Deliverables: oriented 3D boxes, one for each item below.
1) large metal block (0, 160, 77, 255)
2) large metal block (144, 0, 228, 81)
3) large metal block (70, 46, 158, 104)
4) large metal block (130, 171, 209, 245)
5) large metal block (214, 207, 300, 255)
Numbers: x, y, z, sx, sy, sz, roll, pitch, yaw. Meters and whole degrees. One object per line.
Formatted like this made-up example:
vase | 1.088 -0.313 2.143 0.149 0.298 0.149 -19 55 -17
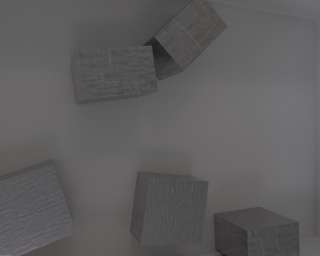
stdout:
large metal block | -0.147 0.088 0.343 0.081 0.050 0.080 -18 96 -19
large metal block | 0.023 -0.110 0.389 0.080 0.080 0.050 -47 105 -14
large metal block | -0.057 -0.059 0.360 0.081 0.080 0.050 -9 93 -20
large metal block | 0.011 0.103 0.401 0.081 0.050 0.080 8 88 -20
large metal block | 0.131 0.149 0.430 0.081 0.080 0.050 -2 91 -20
